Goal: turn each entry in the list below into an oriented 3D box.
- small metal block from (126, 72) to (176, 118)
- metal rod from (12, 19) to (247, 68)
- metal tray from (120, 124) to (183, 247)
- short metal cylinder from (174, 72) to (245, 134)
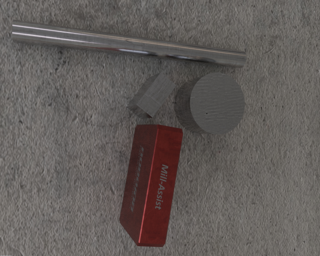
[{"bbox_3d":[-0.012,-0.040,0.391,0.025,0.050,0.050,39,78,-16],"label":"small metal block"},{"bbox_3d":[-0.023,-0.104,0.400,0.302,0.025,0.025,2,90,-20],"label":"metal rod"},{"bbox_3d":[-0.014,0.062,0.369,0.030,0.090,0.129,11,87,-20],"label":"metal tray"},{"bbox_3d":[0.066,-0.032,0.420,0.081,0.050,0.080,0,90,-20],"label":"short metal cylinder"}]
